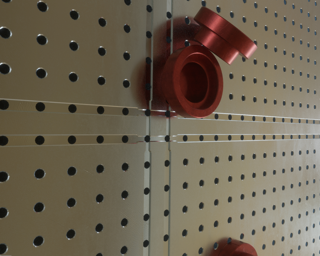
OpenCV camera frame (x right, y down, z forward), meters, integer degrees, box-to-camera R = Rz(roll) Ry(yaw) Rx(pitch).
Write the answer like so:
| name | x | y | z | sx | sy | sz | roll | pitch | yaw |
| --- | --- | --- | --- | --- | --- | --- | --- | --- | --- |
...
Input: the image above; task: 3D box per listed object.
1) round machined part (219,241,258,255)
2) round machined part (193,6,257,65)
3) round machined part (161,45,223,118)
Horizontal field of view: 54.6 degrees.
| name | x | y | z | sx | sy | sz | roll | pitch | yaw |
| --- | --- | --- | --- | --- | --- | --- | --- | --- | --- |
| round machined part | 0.136 | 0.241 | 0.511 | 0.099 | 0.042 | 0.097 | 0 | 90 | -40 |
| round machined part | 0.087 | -0.127 | 0.446 | 0.098 | 0.098 | 0.042 | 24 | 111 | -37 |
| round machined part | 0.040 | -0.062 | 0.430 | 0.099 | 0.042 | 0.097 | 0 | 90 | -40 |
